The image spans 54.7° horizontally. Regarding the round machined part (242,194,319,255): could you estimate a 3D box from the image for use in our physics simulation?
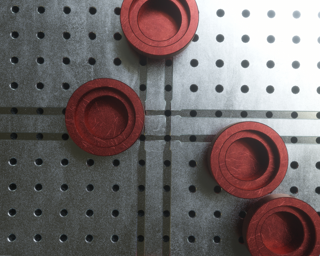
[{"bbox_3d":[0.157,0.135,0.407,0.099,0.042,0.097,0,90,-1],"label":"round machined part"}]

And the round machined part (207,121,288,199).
[{"bbox_3d":[0.111,0.040,0.406,0.099,0.042,0.097,0,90,-1],"label":"round machined part"}]

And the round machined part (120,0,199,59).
[{"bbox_3d":[-0.001,-0.138,0.405,0.099,0.042,0.097,0,90,-1],"label":"round machined part"}]

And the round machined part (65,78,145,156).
[{"bbox_3d":[-0.069,-0.014,0.404,0.099,0.042,0.097,0,90,-1],"label":"round machined part"}]
